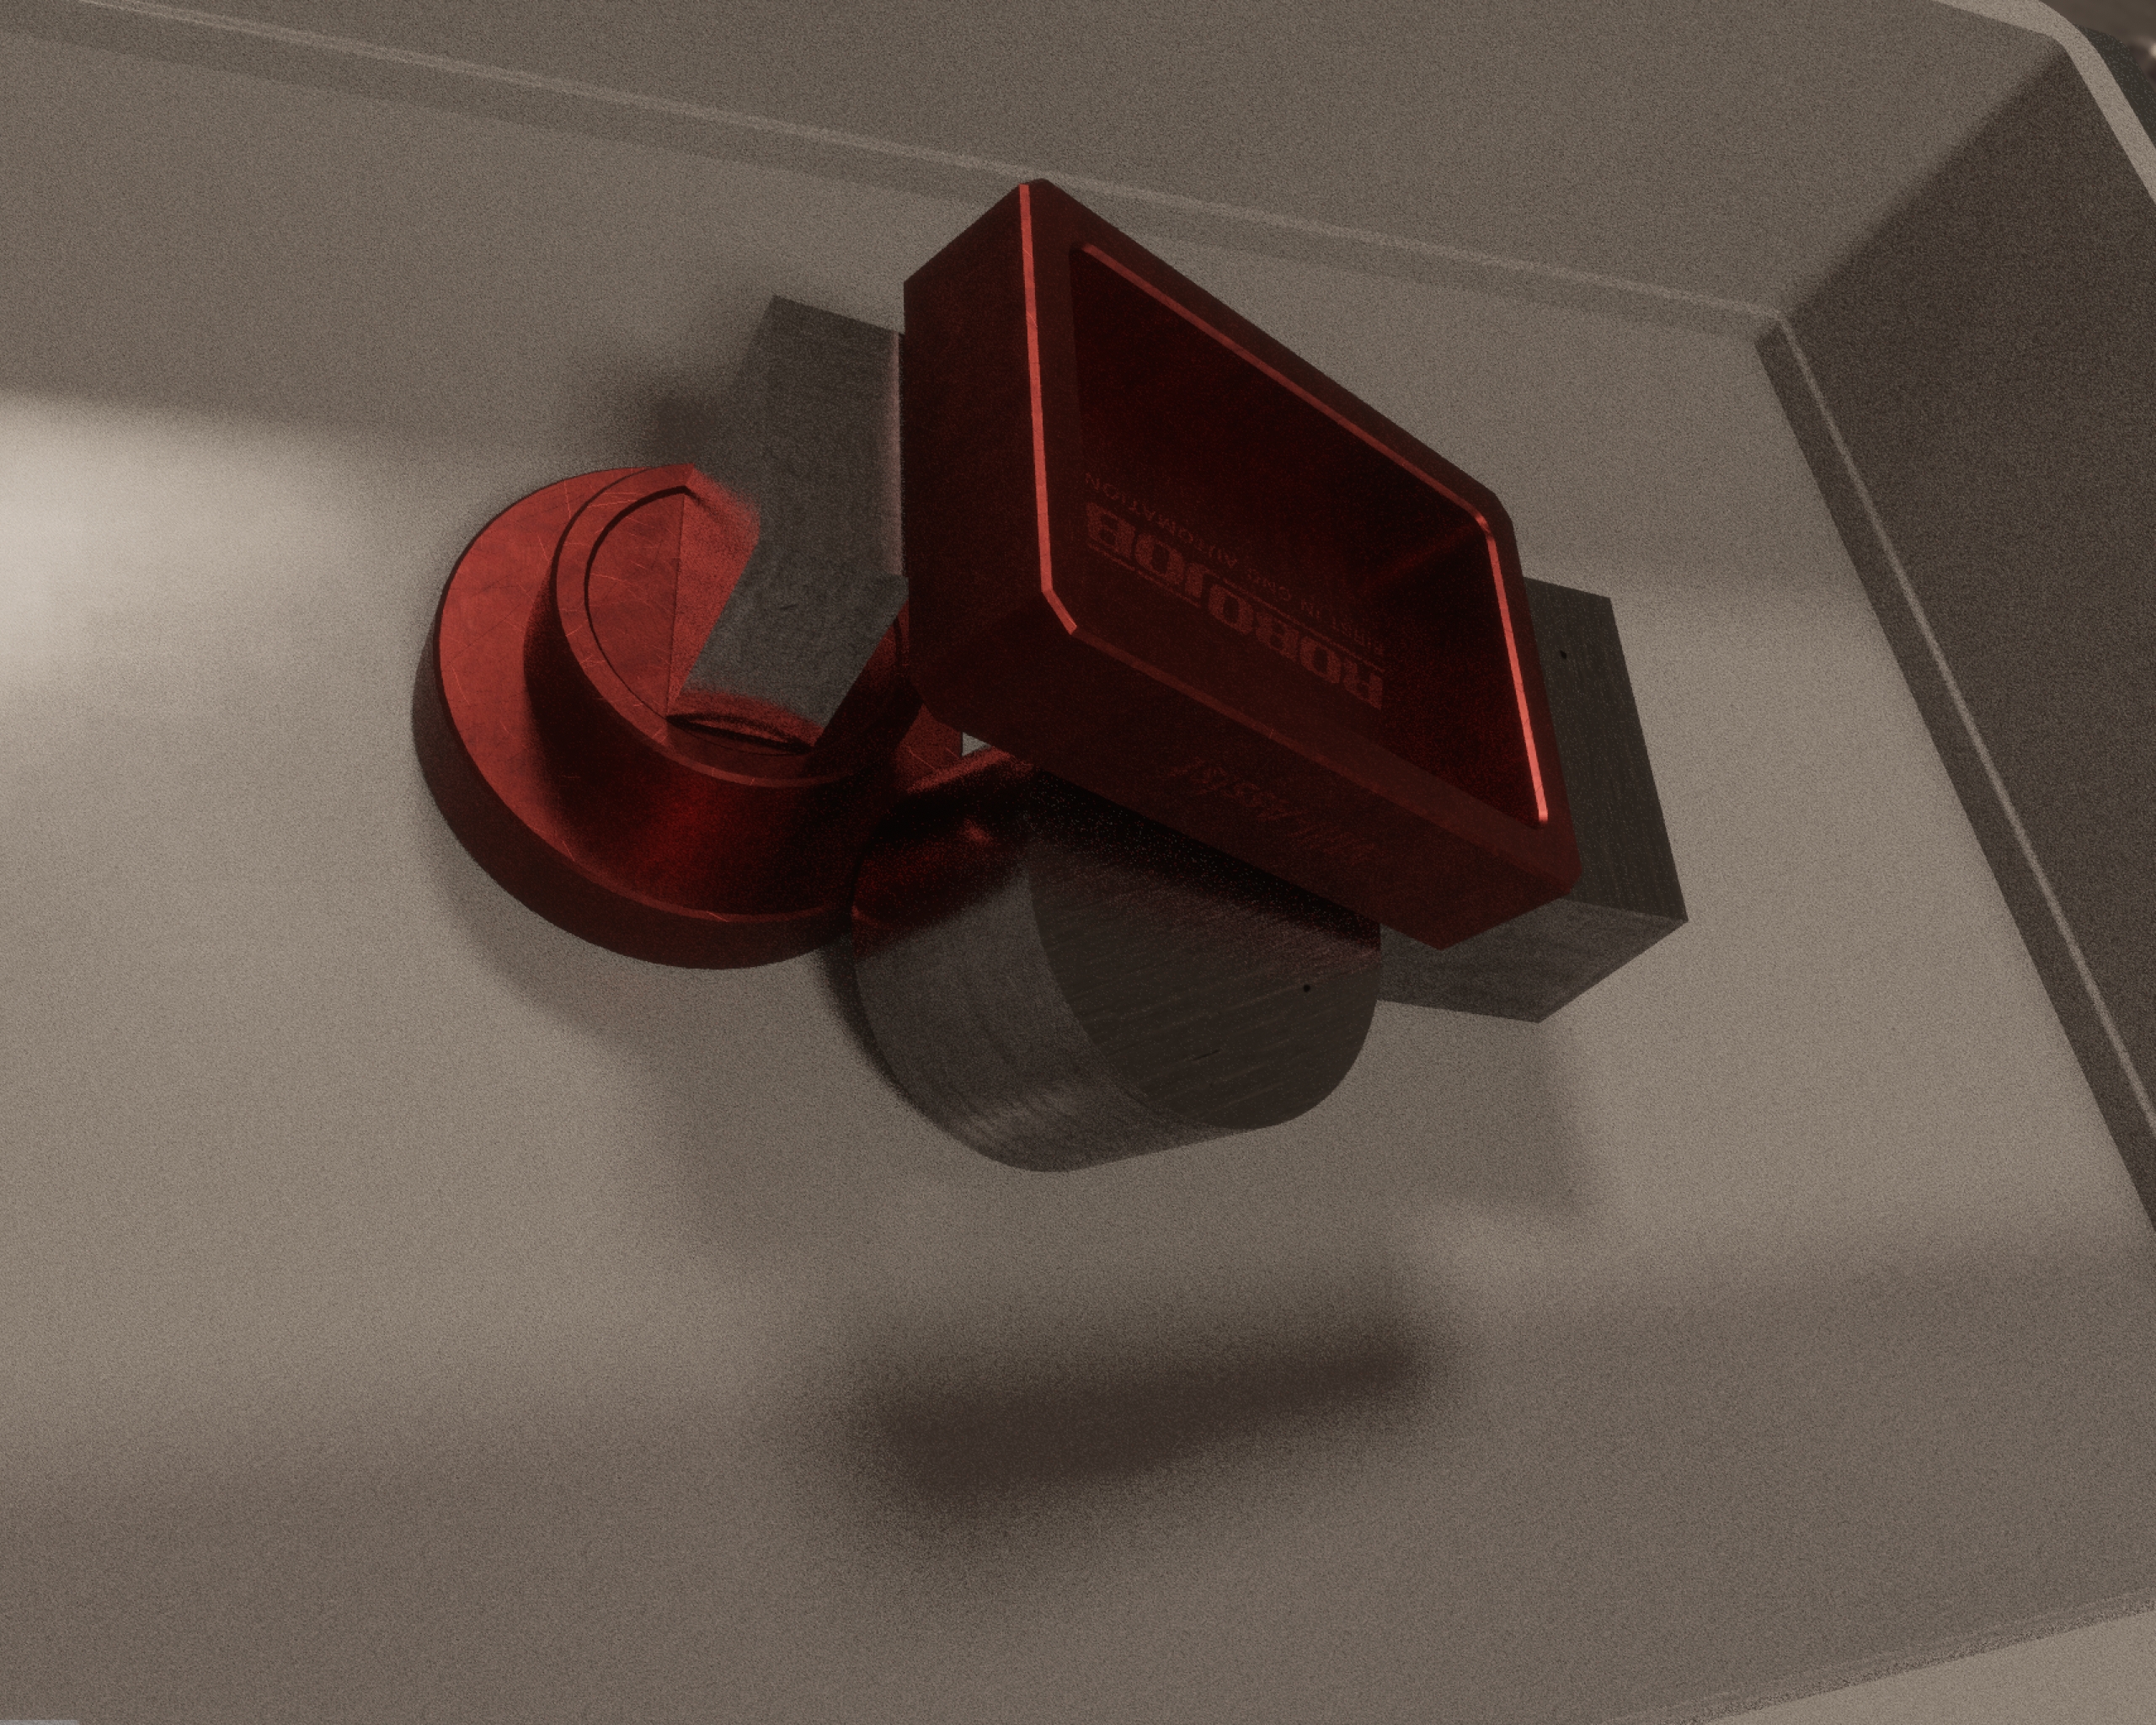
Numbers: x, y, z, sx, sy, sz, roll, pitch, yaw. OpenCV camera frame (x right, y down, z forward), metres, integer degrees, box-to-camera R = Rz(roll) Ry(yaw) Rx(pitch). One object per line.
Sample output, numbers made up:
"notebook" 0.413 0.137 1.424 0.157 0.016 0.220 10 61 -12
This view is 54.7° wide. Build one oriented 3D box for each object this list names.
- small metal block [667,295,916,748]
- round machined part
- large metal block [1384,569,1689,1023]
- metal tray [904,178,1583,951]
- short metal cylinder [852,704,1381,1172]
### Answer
"small metal block" -0.047 -0.055 0.343 0.025 0.050 0.050 12 57 -22
"round machined part" -0.066 -0.033 0.378 0.099 0.042 0.098 14 56 -21
"large metal block" 0.072 -0.017 0.437 0.081 0.050 0.080 9 58 -24
"metal tray" 0.030 -0.047 0.356 0.131 0.030 0.090 23 51 -39
"short metal cylinder" 0.008 0.012 0.371 0.081 0.050 0.080 15 66 -36
